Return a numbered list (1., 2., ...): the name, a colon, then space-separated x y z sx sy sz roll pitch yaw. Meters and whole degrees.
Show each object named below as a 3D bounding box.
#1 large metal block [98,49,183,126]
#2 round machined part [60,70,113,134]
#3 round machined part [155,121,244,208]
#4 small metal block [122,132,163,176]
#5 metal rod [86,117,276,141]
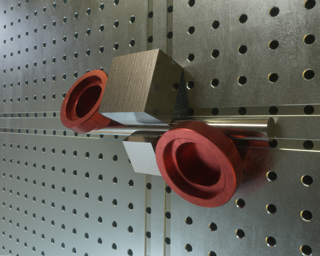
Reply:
1. large metal block: -0.025 -0.049 0.399 0.080 0.050 0.080 1 73 40
2. round machined part: -0.100 -0.035 0.464 0.098 0.042 0.098 -20 52 29
3. round machined part: 0.047 0.036 0.344 0.098 0.042 0.097 20 127 30
4. small metal block: -0.016 0.033 0.410 0.050 0.025 0.050 1 120 40
5. metal rod: -0.002 -0.001 0.412 0.300 0.025 0.025 1 91 40
